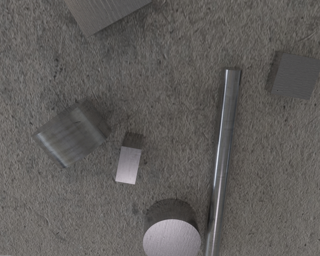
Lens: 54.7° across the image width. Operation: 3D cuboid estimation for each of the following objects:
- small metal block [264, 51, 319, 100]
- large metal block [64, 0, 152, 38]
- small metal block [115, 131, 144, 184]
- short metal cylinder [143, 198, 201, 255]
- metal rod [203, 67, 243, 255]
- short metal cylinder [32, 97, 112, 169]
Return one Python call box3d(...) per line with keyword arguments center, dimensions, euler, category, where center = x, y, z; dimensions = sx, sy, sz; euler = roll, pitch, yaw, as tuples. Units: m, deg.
box3d(center=(0.166, -0.066, 0.387), dimensions=(0.050, 0.025, 0.050), euler=(9, 110, -4), category="small metal block")
box3d(center=(-0.063, -0.156, 0.338), dimensions=(0.080, 0.050, 0.080), euler=(-26, 108, 9), category="large metal block")
box3d(center=(-0.040, 0.038, 0.410), dimensions=(0.025, 0.050, 0.050), euler=(11, 110, -4), category="small metal block")
box3d(center=(0.016, 0.151, 0.452), dimensions=(0.081, 0.050, 0.079), euler=(0, 110, 0), category="short metal cylinder")
box3d(center=(0.085, 0.066, 0.435), dimensions=(0.025, 0.025, 0.298), euler=(2, 110, -1), category="metal rod")
box3d(center=(-0.107, 0.005, 0.381), dimensions=(0.080, 0.080, 0.050), euler=(-31, 107, 10), category="short metal cylinder")
